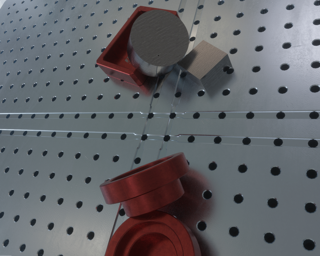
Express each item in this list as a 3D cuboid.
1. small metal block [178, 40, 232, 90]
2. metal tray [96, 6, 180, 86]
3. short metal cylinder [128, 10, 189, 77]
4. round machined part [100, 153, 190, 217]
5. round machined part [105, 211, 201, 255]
[{"bbox_3d":[0.062,-0.088,0.430,0.050,0.025,0.050,-44,51,-2],"label":"small metal block"},{"bbox_3d":[-0.033,-0.138,0.506,0.090,0.030,0.130,25,75,36],"label":"metal tray"},{"bbox_3d":[-0.004,-0.119,0.441,0.081,0.050,0.080,1,83,-12],"label":"short metal cylinder"},{"bbox_3d":[-0.012,0.064,0.340,0.098,0.098,0.042,-22,88,15],"label":"round machined part"},{"bbox_3d":[-0.004,0.138,0.315,0.098,0.042,0.098,-13,56,21],"label":"round machined part"}]
